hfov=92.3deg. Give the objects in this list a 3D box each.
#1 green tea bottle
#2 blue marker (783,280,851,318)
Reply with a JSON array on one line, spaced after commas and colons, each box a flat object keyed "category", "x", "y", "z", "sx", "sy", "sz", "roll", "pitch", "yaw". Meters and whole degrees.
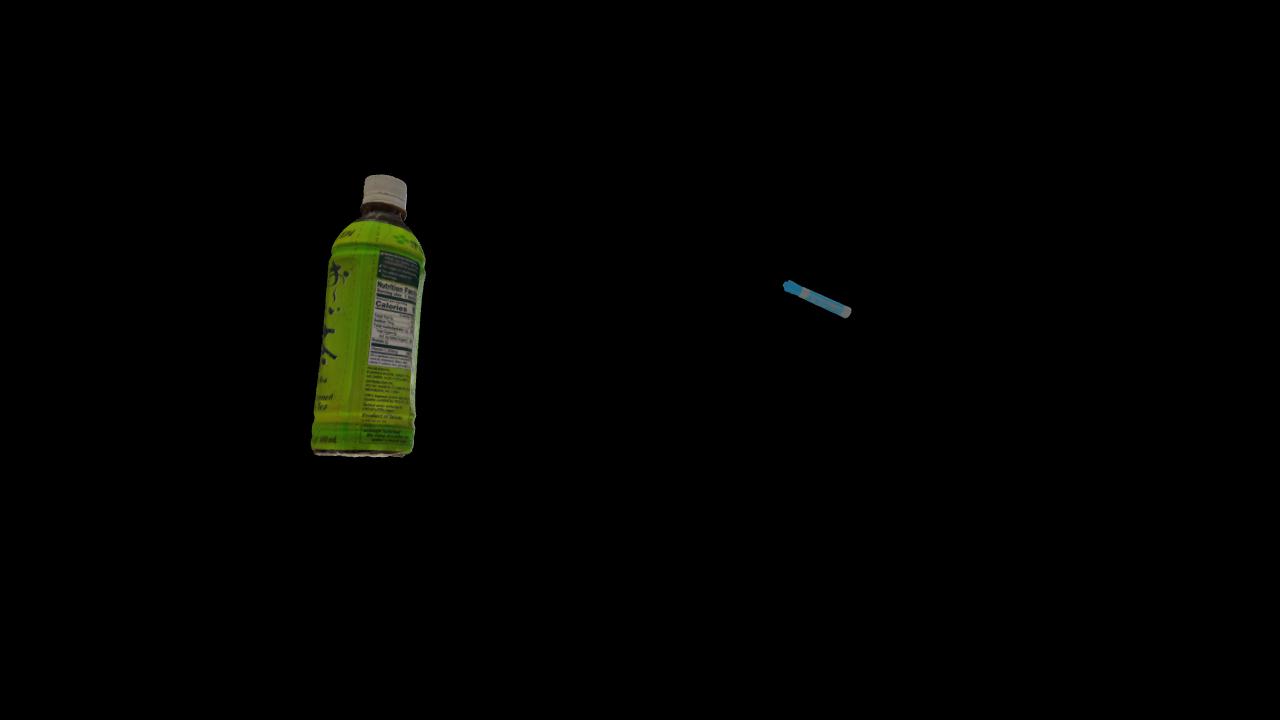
[{"category": "green tea bottle", "x": -0.198, "y": -0.034, "z": 0.461, "sx": 0.073, "sy": 0.212, "sz": 0.073, "roll": 3, "pitch": -10, "yaw": 0}, {"category": "blue marker", "x": 0.279, "y": -0.097, "z": 0.972, "sx": 0.121, "sy": 0.020, "sz": 0.020, "roll": 21, "pitch": -5, "yaw": -14}]
